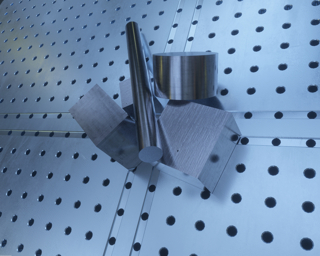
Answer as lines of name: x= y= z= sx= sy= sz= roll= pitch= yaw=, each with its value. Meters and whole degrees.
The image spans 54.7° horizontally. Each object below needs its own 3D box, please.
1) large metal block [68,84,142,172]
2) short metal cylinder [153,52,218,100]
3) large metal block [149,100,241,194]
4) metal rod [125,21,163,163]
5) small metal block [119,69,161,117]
large metal block: x=-0.060 y=0.000 z=0.402 sx=0.050 sy=0.080 sz=0.080 roll=-45 pitch=51 yaw=-3
short metal cylinder: x=0.032 y=-0.068 z=0.388 sx=0.080 sy=0.081 sz=0.050 roll=9 pitch=110 yaw=32
large metal block: x=0.036 y=0.018 z=0.361 sx=0.080 sy=0.050 sz=0.080 roll=19 pitch=72 yaw=35
metal rod: x=-0.029 y=-0.073 z=0.428 sx=0.025 sy=0.025 sz=0.300 roll=-25 pitch=41 yaw=13
small metal block: x=-0.030 y=-0.051 z=0.454 sx=0.050 sy=0.025 sz=0.050 roll=-22 pitch=54 yaw=14
